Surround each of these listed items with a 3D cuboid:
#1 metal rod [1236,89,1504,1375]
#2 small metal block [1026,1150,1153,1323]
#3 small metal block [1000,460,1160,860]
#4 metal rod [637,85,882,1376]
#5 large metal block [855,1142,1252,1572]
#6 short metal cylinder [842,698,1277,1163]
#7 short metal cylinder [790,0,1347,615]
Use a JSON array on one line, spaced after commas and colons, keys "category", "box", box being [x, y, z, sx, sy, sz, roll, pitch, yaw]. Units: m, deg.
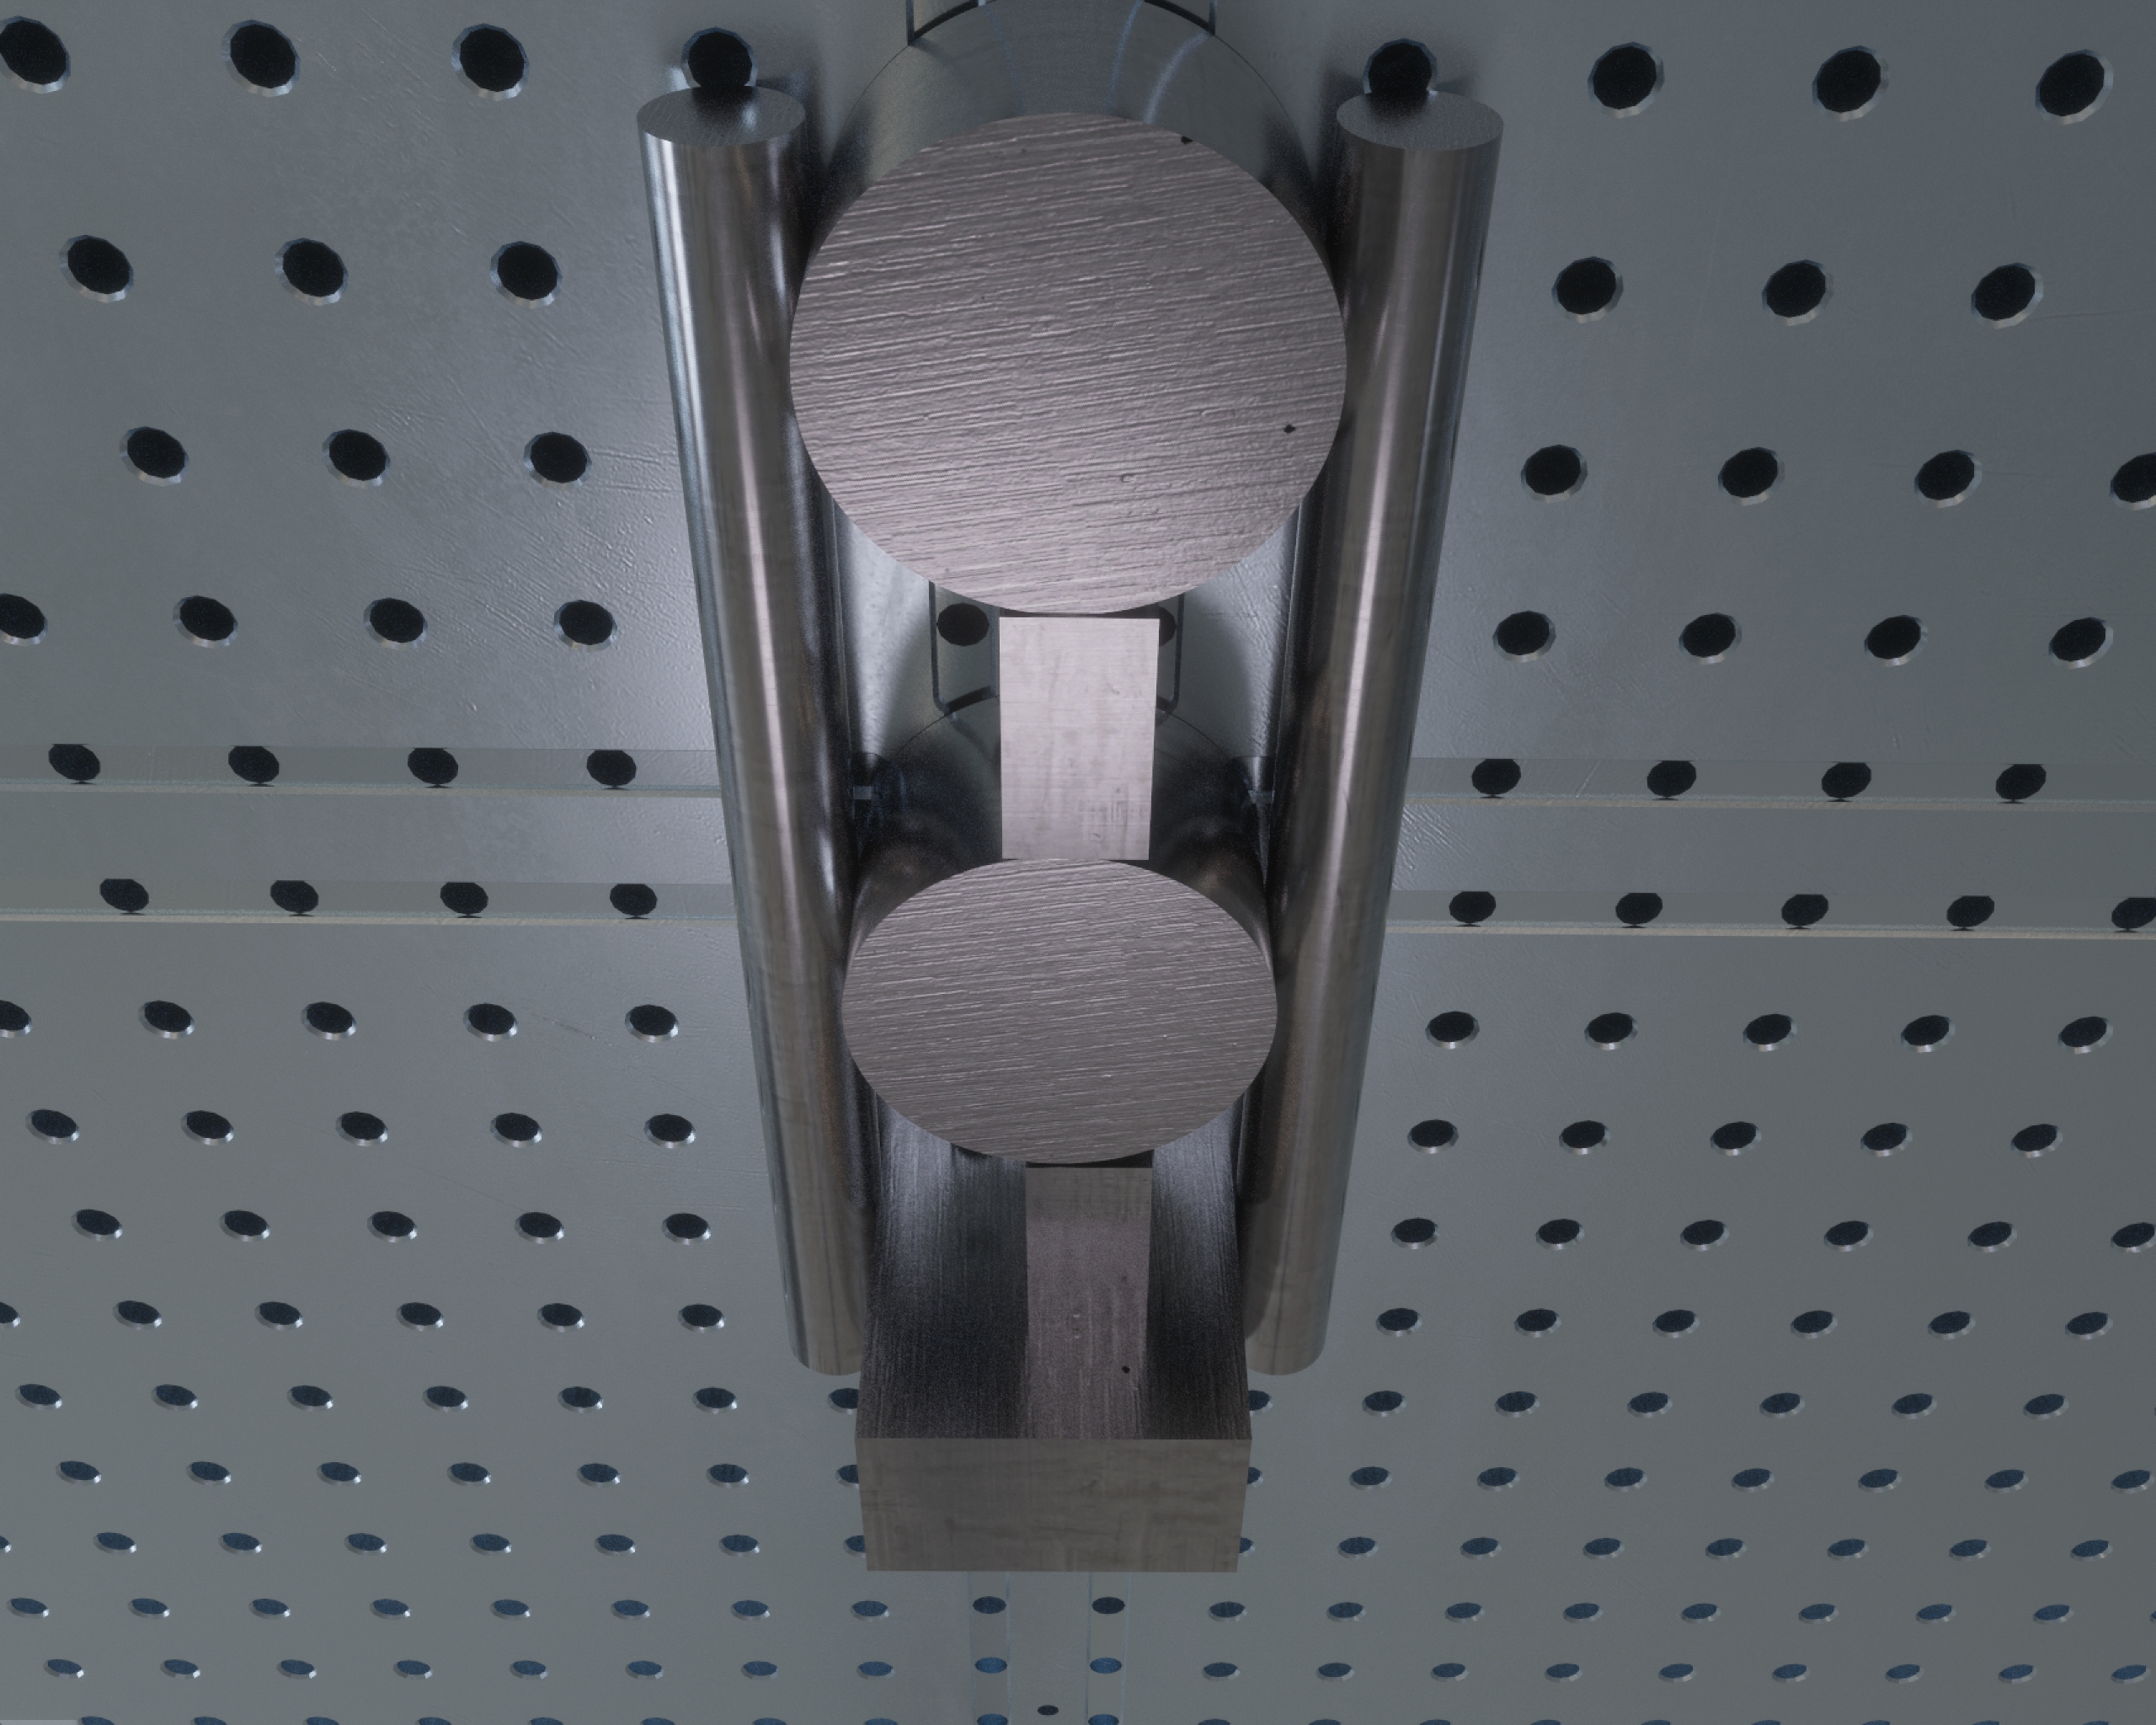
[{"category": "metal rod", "box": [0.050, 0.001, 0.412, 0.025, 0.025, 0.298, 0, 130, -1]}, {"category": "small metal block", "box": [0.002, 0.063, 0.448, 0.025, 0.050, 0.050, 0, 130, 0]}, {"category": "small metal block", "box": [0.000, -0.036, 0.363, 0.025, 0.050, 0.050, 1, 130, -1]}, {"category": "metal rod", "box": [-0.056, 0.001, 0.410, 0.025, 0.025, 0.298, 0, 130, -1]}, {"category": "large metal block", "box": [-0.005, 0.110, 0.469, 0.081, 0.080, 0.050, 1, 130, -1]}, {"category": "short metal cylinder", "box": [-0.003, 0.013, 0.406, 0.081, 0.050, 0.079, 0, 130, 0]}, {"category": "short metal cylinder", "box": [-0.001, -0.085, 0.322, 0.081, 0.050, 0.079, 0, 130, 0]}]
